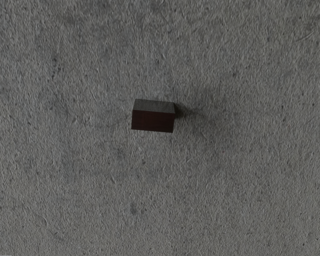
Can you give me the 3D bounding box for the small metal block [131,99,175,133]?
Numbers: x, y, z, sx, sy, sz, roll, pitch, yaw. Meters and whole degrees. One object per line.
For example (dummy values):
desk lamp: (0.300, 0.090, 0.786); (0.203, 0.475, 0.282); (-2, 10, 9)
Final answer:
small metal block: (-0.009, -0.016, 0.391); (0.050, 0.050, 0.025); (5, 110, -2)
